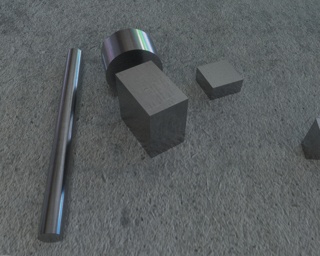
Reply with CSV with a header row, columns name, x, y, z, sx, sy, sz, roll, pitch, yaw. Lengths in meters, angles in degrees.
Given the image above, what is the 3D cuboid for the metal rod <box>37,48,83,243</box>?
name,x,y,z,sx,sy,sz,roll,pitch,yaw
metal rod,-0.123,-0.005,0.405,0.025,0.025,0.300,-4,50,-4

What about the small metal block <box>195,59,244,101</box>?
name,x,y,z,sx,sy,sz,roll,pitch,yaw
small metal block,0.088,-0.073,0.466,0.050,0.025,0.050,-17,52,-15

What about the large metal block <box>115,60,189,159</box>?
name,x,y,z,sx,sy,sz,roll,pitch,yaw
large metal block,-0.011,-0.023,0.387,0.050,0.080,0.080,-26,55,-20

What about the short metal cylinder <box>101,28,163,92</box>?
name,x,y,z,sx,sy,sz,roll,pitch,yaw
short metal cylinder,-0.041,-0.094,0.446,0.081,0.080,0.050,-11,51,-10

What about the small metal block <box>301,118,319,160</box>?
name,x,y,z,sx,sy,sz,roll,pitch,yaw
small metal block,0.209,0.015,0.377,0.050,0.050,0.025,3,50,2
